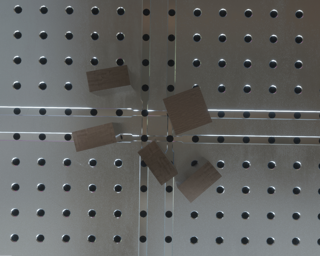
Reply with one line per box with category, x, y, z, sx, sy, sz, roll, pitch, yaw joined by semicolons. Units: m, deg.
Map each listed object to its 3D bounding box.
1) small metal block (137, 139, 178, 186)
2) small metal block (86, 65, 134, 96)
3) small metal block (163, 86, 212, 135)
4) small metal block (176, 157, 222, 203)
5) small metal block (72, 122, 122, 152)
small metal block;-0.003;0.042;0.401;0.025;0.050;0.050;-36;90;0
small metal block;-0.063;-0.060;0.400;0.050;0.050;0.025;-10;90;0
small metal block;0.036;-0.023;0.414;0.050;0.025;0.050;-20;90;0
small metal block;0.048;0.065;0.401;0.050;0.050;0.025;-41;90;0
small metal block;-0.080;0.011;0.400;0.050;0.050;0.025;-14;90;0
